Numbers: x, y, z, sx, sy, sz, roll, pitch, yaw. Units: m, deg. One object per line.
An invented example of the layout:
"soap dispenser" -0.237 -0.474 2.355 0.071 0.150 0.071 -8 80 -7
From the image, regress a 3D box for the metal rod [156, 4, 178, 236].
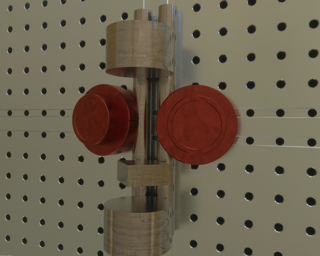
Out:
"metal rod" 0.009 -0.009 0.409 0.025 0.025 0.298 1 90 20

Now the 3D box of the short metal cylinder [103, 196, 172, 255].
"short metal cylinder" -0.026 0.115 0.370 0.080 0.080 0.050 1 91 20

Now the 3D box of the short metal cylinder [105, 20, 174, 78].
"short metal cylinder" -0.024 -0.090 0.368 0.080 0.080 0.050 1 91 20

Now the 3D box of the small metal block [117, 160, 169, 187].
"small metal block" -0.022 0.055 0.382 0.050 0.050 0.025 1 90 -22

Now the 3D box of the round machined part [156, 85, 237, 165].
"round machined part" 0.044 -0.004 0.374 0.099 0.042 0.097 0 90 5

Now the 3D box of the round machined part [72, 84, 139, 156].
"round machined part" -0.080 -0.011 0.418 0.098 0.042 0.097 0 90 34

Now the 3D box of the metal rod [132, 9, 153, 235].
"metal rod" -0.025 -0.008 0.420 0.025 0.025 0.298 1 90 20
